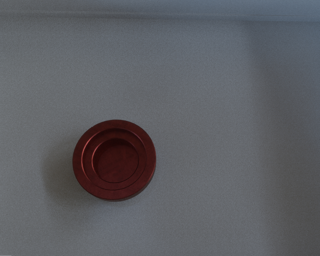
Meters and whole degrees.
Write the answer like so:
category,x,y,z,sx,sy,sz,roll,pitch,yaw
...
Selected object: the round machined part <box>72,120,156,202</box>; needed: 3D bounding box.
category,x,y,z,sx,sy,sz,roll,pitch,yaw
round machined part,-0.054,0.042,0.385,0.099,0.042,0.098,0,70,-1
